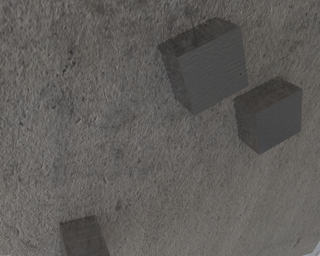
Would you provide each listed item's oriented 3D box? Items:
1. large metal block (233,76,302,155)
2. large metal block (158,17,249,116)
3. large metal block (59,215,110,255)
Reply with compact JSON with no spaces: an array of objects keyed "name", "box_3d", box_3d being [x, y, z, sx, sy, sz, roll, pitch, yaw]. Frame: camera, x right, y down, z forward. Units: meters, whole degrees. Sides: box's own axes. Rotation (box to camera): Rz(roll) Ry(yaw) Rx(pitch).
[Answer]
[{"name":"large metal block","box_3d":[0.164,-0.019,0.468,0.080,0.050,0.080,-27,128,-12]},{"name":"large metal block","box_3d":[0.054,-0.075,0.374,0.080,0.050,0.080,-29,128,-10]},{"name":"large metal block","box_3d":[-0.105,0.183,0.427,0.050,0.080,0.079,-7,122,-25]}]
